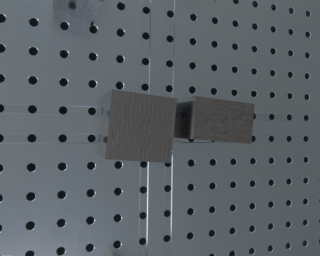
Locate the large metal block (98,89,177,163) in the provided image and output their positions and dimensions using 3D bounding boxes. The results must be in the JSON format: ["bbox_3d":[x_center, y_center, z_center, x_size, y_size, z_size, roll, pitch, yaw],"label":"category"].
[{"bbox_3d":[-0.029,-0.001,0.388,0.081,0.050,0.080,6,88,-20],"label":"large metal block"}]

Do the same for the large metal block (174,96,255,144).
[{"bbox_3d":[0.064,-0.009,0.406,0.081,0.080,0.050,5,88,-20],"label":"large metal block"}]

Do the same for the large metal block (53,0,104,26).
[{"bbox_3d":[-0.082,-0.175,0.353,0.050,0.080,0.080,21,83,-19],"label":"large metal block"}]
